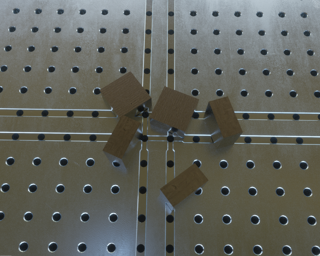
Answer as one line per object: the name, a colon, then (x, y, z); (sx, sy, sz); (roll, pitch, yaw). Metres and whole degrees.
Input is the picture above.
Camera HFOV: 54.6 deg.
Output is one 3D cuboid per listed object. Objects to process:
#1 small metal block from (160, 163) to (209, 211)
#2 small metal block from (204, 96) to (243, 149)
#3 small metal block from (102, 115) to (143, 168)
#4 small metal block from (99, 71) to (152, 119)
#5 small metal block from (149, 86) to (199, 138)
small metal block: (0.028, 0.072, 0.372); (0.050, 0.050, 0.025); (-35, 74, -12)
small metal block: (0.080, -0.005, 0.401); (0.025, 0.050, 0.050); (-16, 71, -6)
small metal block: (-0.045, 0.018, 0.392); (0.025, 0.050, 0.050); (24, 72, 8)
small metal block: (-0.046, -0.041, 0.427); (0.050, 0.025, 0.050); (-34, 74, -12)
small metal block: (0.019, -0.022, 0.420); (0.050, 0.025, 0.050); (22, 71, 8)
